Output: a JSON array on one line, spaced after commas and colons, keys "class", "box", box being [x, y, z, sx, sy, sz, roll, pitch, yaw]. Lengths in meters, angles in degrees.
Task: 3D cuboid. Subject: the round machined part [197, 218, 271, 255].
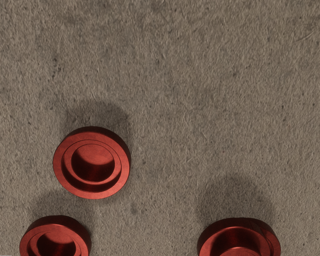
[{"class": "round machined part", "box": [0.102, 0.175, 0.422, 0.099, 0.042, 0.097, 0, 110, -1]}]

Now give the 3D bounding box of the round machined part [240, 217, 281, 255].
[{"class": "round machined part", "box": [0.126, 0.175, 0.467, 0.099, 0.042, 0.097, 0, 110, -1]}]

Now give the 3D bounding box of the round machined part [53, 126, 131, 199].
[{"class": "round machined part", "box": [-0.088, 0.043, 0.415, 0.099, 0.042, 0.097, 0, 110, -1]}]

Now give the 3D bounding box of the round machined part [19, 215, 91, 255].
[{"class": "round machined part", "box": [-0.151, 0.170, 0.461, 0.099, 0.042, 0.097, 0, 110, -1]}]
